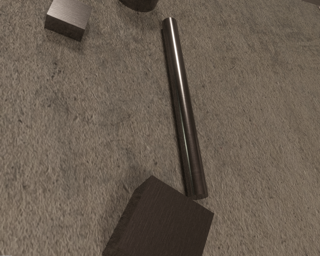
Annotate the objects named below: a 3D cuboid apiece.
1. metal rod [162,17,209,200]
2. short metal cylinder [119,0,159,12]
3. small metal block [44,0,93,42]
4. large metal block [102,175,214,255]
[{"bbox_3d":[0.031,-0.046,0.450,0.025,0.025,0.299,8,58,-25],"label":"metal rod"},{"bbox_3d":[-0.033,-0.243,0.520,0.081,0.050,0.080,14,56,-21],"label":"short metal cylinder"},{"bbox_3d":[-0.126,-0.154,0.431,0.050,0.025,0.050,19,54,-18],"label":"small metal block"},{"bbox_3d":[0.000,0.110,0.322,0.080,0.050,0.080,33,51,-7],"label":"large metal block"}]
